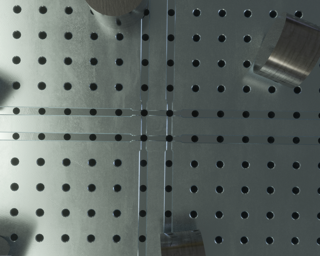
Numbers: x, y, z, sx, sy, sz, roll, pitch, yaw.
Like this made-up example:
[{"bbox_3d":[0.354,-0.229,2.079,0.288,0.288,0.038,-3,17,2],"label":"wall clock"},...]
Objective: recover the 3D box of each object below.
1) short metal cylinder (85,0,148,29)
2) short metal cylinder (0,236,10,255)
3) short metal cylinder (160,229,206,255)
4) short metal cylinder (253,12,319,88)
[{"bbox_3d":[-0.056,-0.176,0.400,0.081,0.050,0.079,0,90,0],"label":"short metal cylinder"},{"bbox_3d":[-0.237,0.168,0.384,0.080,0.080,0.050,18,90,0],"label":"short metal cylinder"},{"bbox_3d":[0.030,0.171,0.386,0.050,0.080,0.080,-7,90,0],"label":"short metal cylinder"},{"bbox_3d":[0.159,-0.096,0.387,0.050,0.080,0.080,22,90,0],"label":"short metal cylinder"}]
